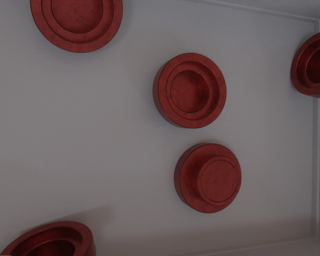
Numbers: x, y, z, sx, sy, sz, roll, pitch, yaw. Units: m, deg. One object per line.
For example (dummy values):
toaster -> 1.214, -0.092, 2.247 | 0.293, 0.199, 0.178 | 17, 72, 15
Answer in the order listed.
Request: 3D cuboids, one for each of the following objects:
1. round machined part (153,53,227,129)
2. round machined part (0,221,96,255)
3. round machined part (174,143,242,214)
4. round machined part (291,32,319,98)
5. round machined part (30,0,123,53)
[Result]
round machined part -> 0.036, -0.048, 0.416 | 0.099, 0.042, 0.097 | 0, 90, -21
round machined part -> -0.117, 0.146, 0.331 | 0.099, 0.098, 0.042 | -14, 108, -20
round machined part -> 0.072, 0.070, 0.430 | 0.099, 0.042, 0.097 | 0, 90, -21
round machined part -> 0.251, -0.093, 0.467 | 0.042, 0.098, 0.097 | 11, 86, -23
round machined part -> -0.096, -0.139, 0.355 | 0.099, 0.042, 0.097 | -9, 116, -20
